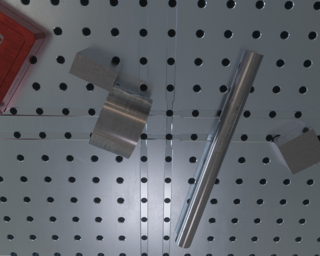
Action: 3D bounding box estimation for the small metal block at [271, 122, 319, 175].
[{"bbox_3d":[0.191,0.028,0.425,0.050,0.025,0.050,-30,108,10],"label":"small metal block"}]

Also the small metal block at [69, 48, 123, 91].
[{"bbox_3d":[-0.075,-0.071,0.373,0.050,0.050,0.025,25,108,-9],"label":"small metal block"}]

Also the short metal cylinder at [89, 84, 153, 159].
[{"bbox_3d":[-0.048,-0.008,0.381,0.050,0.080,0.079,22,109,-8],"label":"short metal cylinder"}]

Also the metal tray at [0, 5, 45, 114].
[{"bbox_3d":[-0.214,-0.084,0.377,0.090,0.030,0.129,33,107,-12],"label":"metal tray"}]

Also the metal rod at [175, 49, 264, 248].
[{"bbox_3d":[0.075,0.042,0.429,0.025,0.025,0.298,15,109,-6],"label":"metal rod"}]
